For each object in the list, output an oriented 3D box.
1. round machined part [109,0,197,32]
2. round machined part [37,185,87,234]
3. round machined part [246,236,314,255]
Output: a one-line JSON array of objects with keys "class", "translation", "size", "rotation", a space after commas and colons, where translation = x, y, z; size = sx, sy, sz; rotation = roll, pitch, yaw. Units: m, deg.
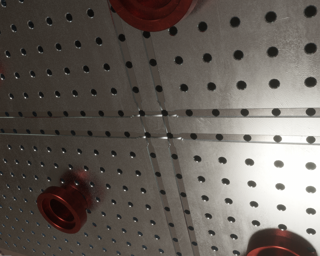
[{"class": "round machined part", "translation": [-0.004, -0.150, 0.308], "size": [0.098, 0.042, 0.097], "rotation": [13, 124, 20]}, {"class": "round machined part", "translation": [-0.178, 0.148, 0.582], "size": [0.098, 0.042, 0.097], "rotation": [13, 124, 20]}, {"class": "round machined part", "translation": [0.169, 0.203, 0.437], "size": [0.098, 0.042, 0.097], "rotation": [13, 124, 20]}]
